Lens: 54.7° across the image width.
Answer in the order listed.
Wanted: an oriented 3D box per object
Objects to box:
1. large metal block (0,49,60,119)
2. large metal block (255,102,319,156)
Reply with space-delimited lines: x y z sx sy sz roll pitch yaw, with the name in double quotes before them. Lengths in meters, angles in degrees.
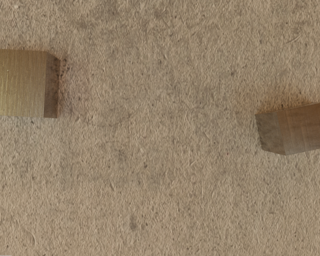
"large metal block" -0.178 -0.055 0.396 0.081 0.050 0.080 3 90 0
"large metal block" 0.174 -0.002 0.384 0.080 0.080 0.050 -12 90 0
